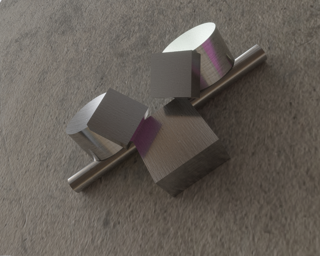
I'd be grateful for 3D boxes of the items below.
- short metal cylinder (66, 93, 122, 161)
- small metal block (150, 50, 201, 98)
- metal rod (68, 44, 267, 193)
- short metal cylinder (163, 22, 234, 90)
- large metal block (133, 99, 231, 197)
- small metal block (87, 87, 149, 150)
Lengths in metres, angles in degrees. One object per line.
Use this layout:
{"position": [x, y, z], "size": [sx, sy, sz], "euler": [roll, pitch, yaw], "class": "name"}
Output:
{"position": [-0.076, -0.003, 0.412], "size": [0.080, 0.050, 0.080], "euler": [-28, 29, 18], "class": "short metal cylinder"}
{"position": [0.018, -0.059, 0.351], "size": [0.050, 0.025, 0.050], "euler": [2, 93, 29], "class": "small metal block"}
{"position": [0.007, -0.010, 0.406], "size": [0.300, 0.025, 0.025], "euler": [-35, 52, 4], "class": "metal rod"}
{"position": [0.047, -0.091, 0.400], "size": [0.080, 0.050, 0.080], "euler": [-28, 29, 18], "class": "short metal cylinder"}
{"position": [0.021, 0.020, 0.363], "size": [0.080, 0.050, 0.080], "euler": [-36, 51, 4], "class": "large metal block"}
{"position": [-0.047, -0.010, 0.355], "size": [0.050, 0.025, 0.050], "euler": [27, 74, 4], "class": "small metal block"}
